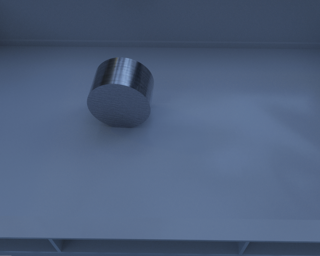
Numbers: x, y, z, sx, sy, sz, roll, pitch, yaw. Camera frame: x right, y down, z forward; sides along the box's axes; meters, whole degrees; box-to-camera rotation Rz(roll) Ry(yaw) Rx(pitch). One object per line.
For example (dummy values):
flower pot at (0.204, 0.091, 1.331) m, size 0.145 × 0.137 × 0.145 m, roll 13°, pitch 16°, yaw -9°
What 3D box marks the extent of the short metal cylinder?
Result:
short metal cylinder at (-0.050, -0.045, 0.407) m, size 0.080 × 0.080 × 0.050 m, roll 3°, pitch 50°, yaw 3°
